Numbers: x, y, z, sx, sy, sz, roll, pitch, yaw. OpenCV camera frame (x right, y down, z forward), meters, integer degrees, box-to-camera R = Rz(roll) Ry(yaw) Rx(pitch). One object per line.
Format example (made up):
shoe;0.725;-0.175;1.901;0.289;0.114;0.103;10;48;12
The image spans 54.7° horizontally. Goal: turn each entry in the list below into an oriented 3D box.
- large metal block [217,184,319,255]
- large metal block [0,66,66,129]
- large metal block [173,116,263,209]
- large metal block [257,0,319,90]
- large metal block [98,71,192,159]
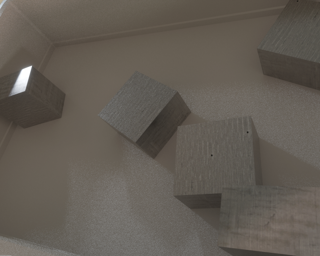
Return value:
large metal block;0.101;0.086;0.264;0.080;0.080;0.050;-3;61;26
large metal block;-0.218;-0.048;0.511;0.080;0.080;0.050;-14;56;20
large metal block;0.063;0.039;0.332;0.080;0.050;0.080;-8;58;23
large metal block;0.173;-0.097;0.358;0.080;0.050;0.080;27;76;37
large metal block;-0.020;-0.019;0.411;0.080;0.050;0.080;32;79;37
